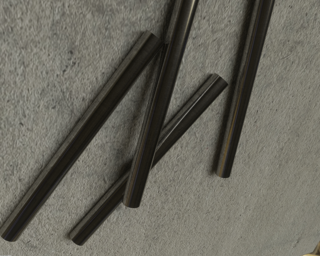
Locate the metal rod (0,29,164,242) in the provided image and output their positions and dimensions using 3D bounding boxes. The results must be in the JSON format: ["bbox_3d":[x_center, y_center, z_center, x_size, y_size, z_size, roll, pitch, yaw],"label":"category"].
[{"bbox_3d":[-0.096,0.016,0.363,0.025,0.025,0.299,31,101,-38],"label":"metal rod"}]

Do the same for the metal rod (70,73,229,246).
[{"bbox_3d":[-0.018,0.046,0.425,0.299,0.025,0.025,-48,129,6],"label":"metal rod"}]

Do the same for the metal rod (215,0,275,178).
[{"bbox_3d":[0.117,-0.055,0.436,0.025,0.025,0.298,-8,122,-24],"label":"metal rod"}]

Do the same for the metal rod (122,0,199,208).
[{"bbox_3d":[0.001,-0.038,0.366,0.025,0.025,0.298,5,111,-31],"label":"metal rod"}]
